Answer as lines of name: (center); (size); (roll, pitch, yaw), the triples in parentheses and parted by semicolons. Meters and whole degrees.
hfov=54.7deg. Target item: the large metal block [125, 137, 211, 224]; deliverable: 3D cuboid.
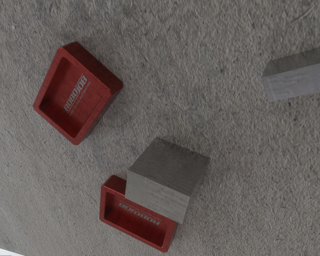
large metal block: (0.011, 0.065, 0.406); (0.080, 0.080, 0.050); (21, 126, 15)

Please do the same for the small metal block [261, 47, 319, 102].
small metal block: (0.128, -0.051, 0.292); (0.050, 0.050, 0.025); (-11, 113, 33)

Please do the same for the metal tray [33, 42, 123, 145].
metal tray: (-0.120, -0.044, 0.439); (0.090, 0.030, 0.129); (42, 129, -1)

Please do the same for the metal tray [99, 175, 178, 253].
metal tray: (-0.035, 0.141, 0.509); (0.130, 0.030, 0.089); (21, 127, 15)
